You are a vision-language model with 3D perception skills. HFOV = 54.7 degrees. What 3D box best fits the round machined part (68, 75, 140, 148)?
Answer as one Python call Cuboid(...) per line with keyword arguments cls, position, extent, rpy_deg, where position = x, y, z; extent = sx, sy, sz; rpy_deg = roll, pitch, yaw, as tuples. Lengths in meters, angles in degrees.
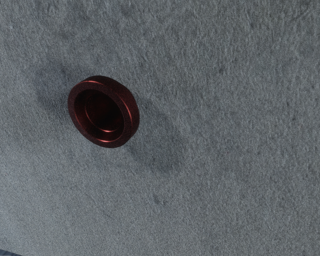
Cuboid(cls="round machined part", position=(-0.070, -0.025, 0.416), extent=(0.098, 0.042, 0.097), rpy_deg=(13, 124, 20))
